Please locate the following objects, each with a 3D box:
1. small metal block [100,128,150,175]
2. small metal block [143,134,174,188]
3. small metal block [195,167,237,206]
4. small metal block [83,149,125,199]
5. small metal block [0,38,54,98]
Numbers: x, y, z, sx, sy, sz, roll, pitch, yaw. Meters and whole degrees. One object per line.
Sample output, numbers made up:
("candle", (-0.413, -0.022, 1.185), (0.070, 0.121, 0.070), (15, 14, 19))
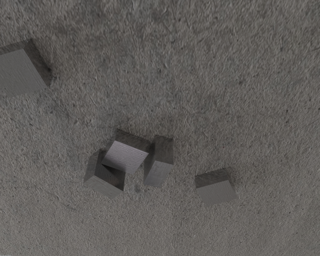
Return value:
("small metal block", (-0.049, 0.034, 0.435), (0.050, 0.025, 0.050), (23, 126, -19))
("small metal block", (-0.003, 0.046, 0.430), (0.025, 0.050, 0.050), (15, 128, -13))
("small metal block", (0.088, 0.094, 0.488), (0.050, 0.025, 0.050), (-19, 128, 15))
("small metal block", (-0.078, 0.066, 0.446), (0.050, 0.050, 0.025), (36, 121, -27))
("small metal block", (-0.158, -0.067, 0.349), (0.050, 0.025, 0.050), (-13, 129, 10))
